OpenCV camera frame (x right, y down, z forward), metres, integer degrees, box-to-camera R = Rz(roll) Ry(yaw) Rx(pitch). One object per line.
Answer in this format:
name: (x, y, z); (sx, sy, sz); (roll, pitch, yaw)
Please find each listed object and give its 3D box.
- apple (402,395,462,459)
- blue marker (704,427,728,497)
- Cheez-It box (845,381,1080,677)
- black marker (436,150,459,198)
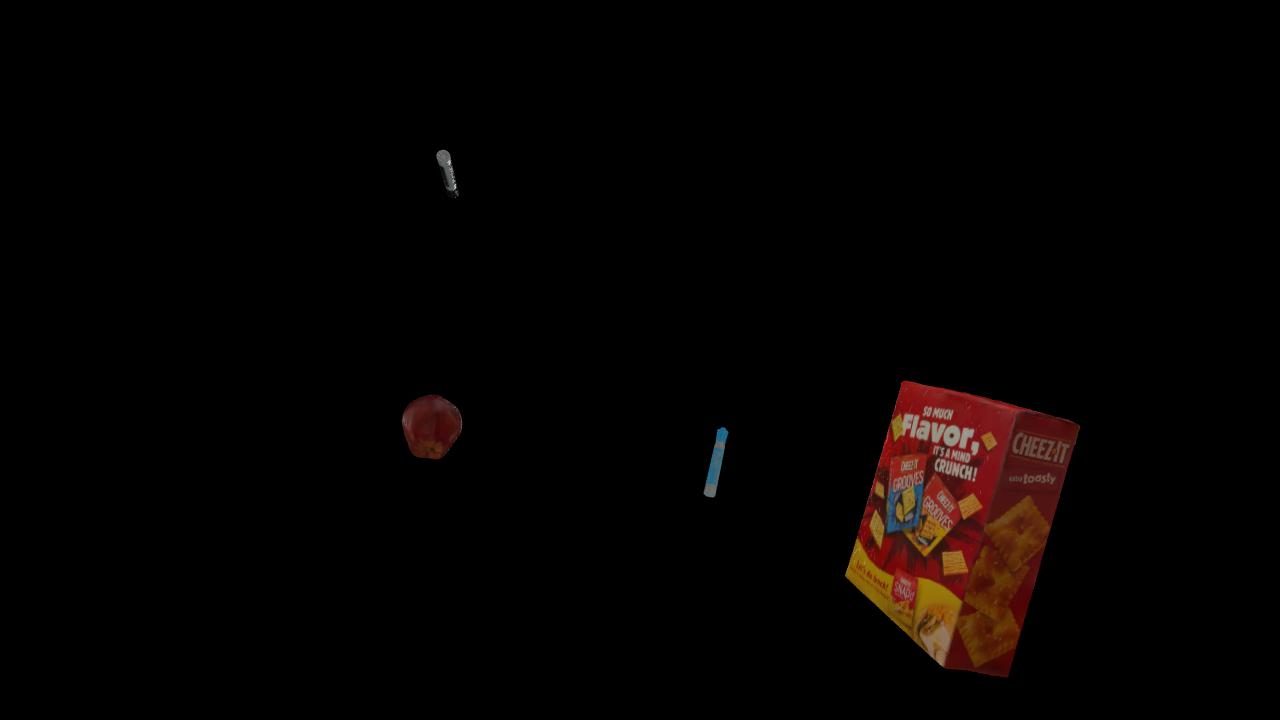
apple: (-0.285, 0.092, 0.845); (0.079, 0.079, 0.093); (0, 33, -18)
blue marker: (0.123, 0.162, 0.990); (0.020, 0.121, 0.020); (12, -33, 8)
Cheez-It box: (0.286, 0.141, 0.572); (0.071, 0.223, 0.166); (13, 4, -10)
black marker: (-0.282, -0.271, 0.907); (0.020, 0.020, 0.121); (0, -11, -11)
